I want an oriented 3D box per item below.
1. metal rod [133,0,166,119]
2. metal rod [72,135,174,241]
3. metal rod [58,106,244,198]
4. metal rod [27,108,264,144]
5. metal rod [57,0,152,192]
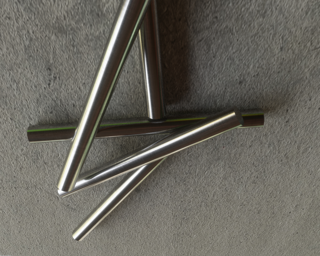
[{"bbox_3d":[-0.015,-0.132,0.294,0.025,0.025,0.298,-3,130,3],"label":"metal rod"},{"bbox_3d":[-0.064,0.104,0.494,0.025,0.025,0.299,28,125,-22],"label":"metal rod"},{"bbox_3d":[-0.031,0.042,0.419,0.300,0.025,0.025,-25,126,28],"label":"metal rod"},{"bbox_3d":[-0.020,-0.002,0.404,0.302,0.025,0.025,-4,130,3],"label":"metal rod"},{"bbox_3d":[-0.073,-0.024,0.351,0.025,0.025,0.298,19,128,-15],"label":"metal rod"}]
